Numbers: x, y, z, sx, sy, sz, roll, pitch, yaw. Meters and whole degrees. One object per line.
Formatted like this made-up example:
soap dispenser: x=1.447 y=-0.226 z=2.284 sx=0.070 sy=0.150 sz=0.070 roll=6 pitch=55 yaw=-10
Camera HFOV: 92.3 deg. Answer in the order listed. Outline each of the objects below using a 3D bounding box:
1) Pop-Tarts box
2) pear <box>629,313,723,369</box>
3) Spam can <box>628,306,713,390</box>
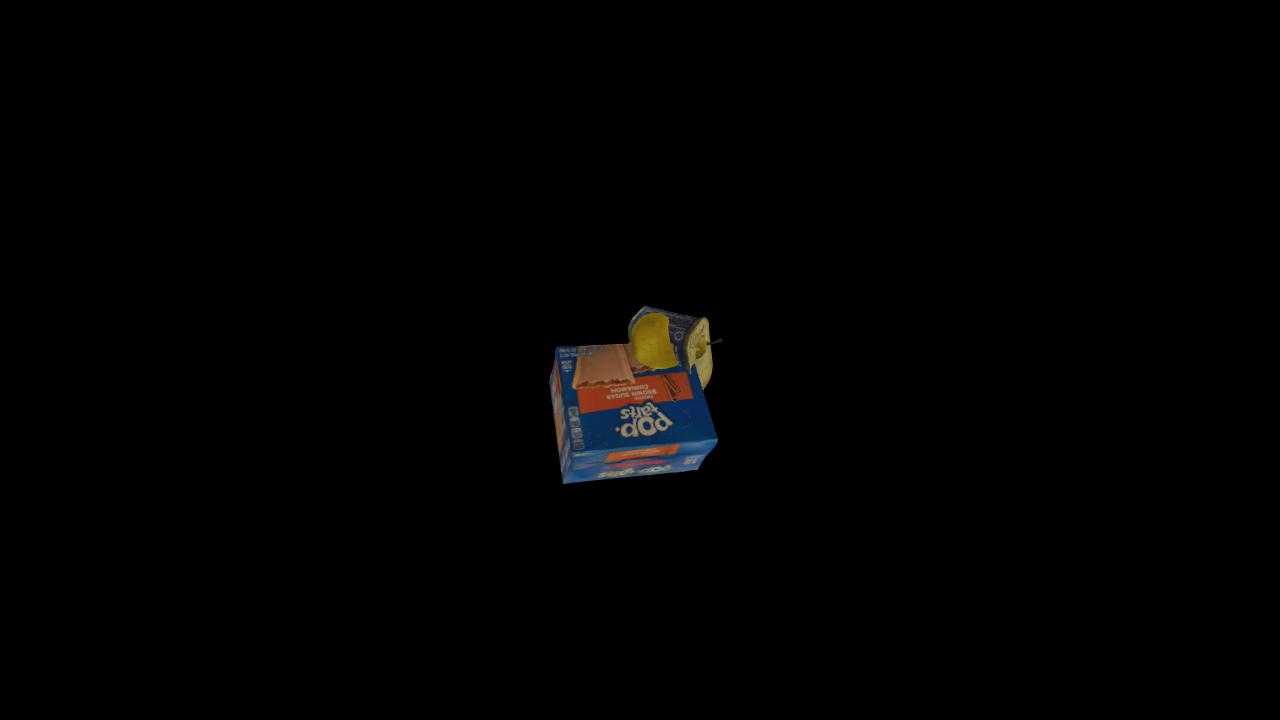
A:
Pop-Tarts box: x=-0.014 y=0.058 z=0.727 sx=0.167 sy=0.141 sz=0.083 roll=-3 pitch=-34 yaw=-16
pear: x=0.042 y=-0.015 z=0.751 sx=0.111 sy=0.080 sz=0.080 roll=6 pitch=-1 yaw=-10
Spam can: x=0.038 y=-0.012 z=0.761 sx=0.085 sy=0.101 sz=0.058 roll=15 pitch=47 yaw=28
